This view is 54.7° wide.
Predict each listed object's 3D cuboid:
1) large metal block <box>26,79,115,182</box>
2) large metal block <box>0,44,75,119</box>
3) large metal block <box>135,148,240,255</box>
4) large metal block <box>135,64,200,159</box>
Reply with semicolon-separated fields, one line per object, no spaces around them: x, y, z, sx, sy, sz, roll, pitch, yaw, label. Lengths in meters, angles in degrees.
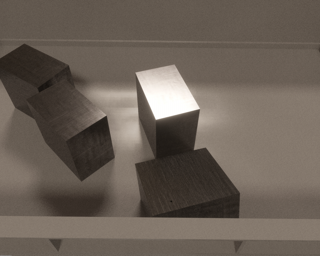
-0.103;0.003;0.365;0.050;0.080;0.080;-37;59;-27;large metal block
-0.160;-0.053;0.412;0.080;0.080;0.050;27;55;20;large metal block
0.025;0.069;0.314;0.081;0.050;0.080;-12;30;-11;large metal block
0.007;-0.018;0.385;0.050;0.080;0.080;-14;52;-12;large metal block
